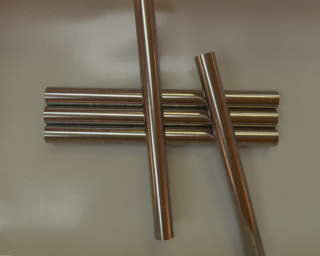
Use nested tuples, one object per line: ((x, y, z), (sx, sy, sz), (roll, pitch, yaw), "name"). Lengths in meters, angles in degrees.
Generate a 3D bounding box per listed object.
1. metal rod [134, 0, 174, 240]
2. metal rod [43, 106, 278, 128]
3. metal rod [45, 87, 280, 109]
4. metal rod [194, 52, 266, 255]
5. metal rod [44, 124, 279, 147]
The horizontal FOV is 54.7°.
((-0.007, -0.013, 0.385), (0.025, 0.025, 0.298), (-5, 90, -1), "metal rod")
((0.002, -0.015, 0.410), (0.302, 0.025, 0.025), (1, 90, -1), "metal rod")
((0.003, -0.040, 0.410), (0.302, 0.025, 0.025), (1, 90, -1), "metal rod")
((0.094, 0.054, 0.391), (0.025, 0.025, 0.298), (-16, 97, 0), "metal rod")
((0.003, 0.010, 0.410), (0.302, 0.025, 0.025), (1, 90, -1), "metal rod")
